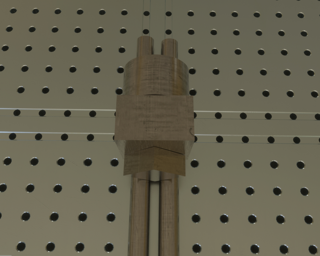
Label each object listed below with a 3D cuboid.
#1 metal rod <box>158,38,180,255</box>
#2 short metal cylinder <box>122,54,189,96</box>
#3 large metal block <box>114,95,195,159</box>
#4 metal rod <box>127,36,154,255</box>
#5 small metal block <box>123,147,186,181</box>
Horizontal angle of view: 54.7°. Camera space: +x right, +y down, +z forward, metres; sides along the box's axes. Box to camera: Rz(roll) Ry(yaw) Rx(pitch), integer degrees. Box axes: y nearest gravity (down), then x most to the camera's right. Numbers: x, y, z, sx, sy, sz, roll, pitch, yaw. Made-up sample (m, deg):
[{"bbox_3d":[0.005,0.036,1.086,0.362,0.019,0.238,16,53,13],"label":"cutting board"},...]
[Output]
[{"bbox_3d":[0.012,0.015,0.408,0.025,0.025,0.299,1,70,0],"label":"metal rod"},{"bbox_3d":[-0.005,-0.046,0.377,0.081,0.080,0.050,1,70,0],"label":"short metal cylinder"},{"bbox_3d":[-0.005,0.002,0.355,0.081,0.080,0.050,0,70,0],"label":"large metal block"},{"bbox_3d":[-0.023,0.011,0.409,0.025,0.025,0.299,1,70,0],"label":"metal rod"},{"bbox_3d":[-0.006,0.043,0.358,0.050,0.050,0.025,19,63,-42],"label":"small metal block"}]
